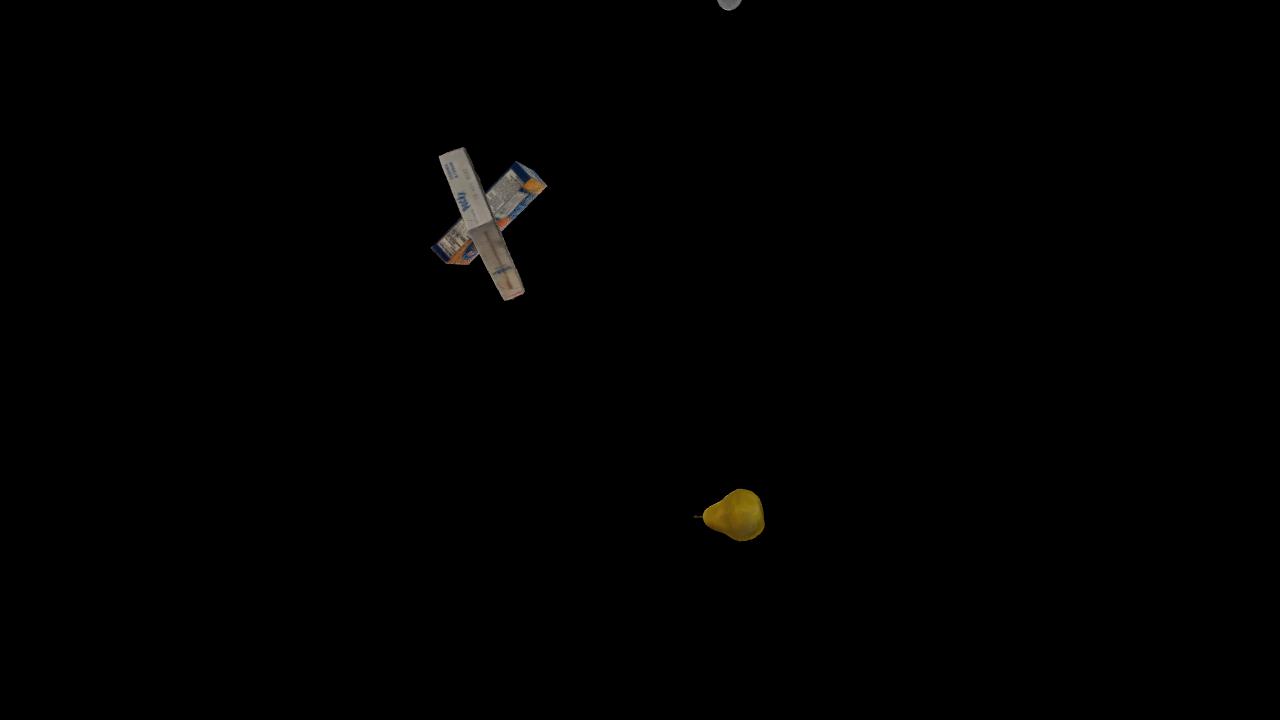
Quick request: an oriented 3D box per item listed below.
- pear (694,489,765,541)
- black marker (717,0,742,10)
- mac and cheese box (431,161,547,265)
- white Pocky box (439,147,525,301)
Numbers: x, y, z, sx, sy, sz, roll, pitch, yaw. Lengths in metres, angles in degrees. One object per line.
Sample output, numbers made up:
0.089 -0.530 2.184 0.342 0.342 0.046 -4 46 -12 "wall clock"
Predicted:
0.135 0.243 0.954 0.111 0.080 0.080 -13 -3 14 "pear"
0.079 -0.297 0.480 0.020 0.020 0.121 0 40 19 "black marker"
-0.230 -0.222 0.947 0.184 0.041 0.093 -42 3 10 "mac and cheese box"
-0.150 -0.126 0.599 0.028 0.084 0.154 -23 -16 -8 "white Pocky box"
